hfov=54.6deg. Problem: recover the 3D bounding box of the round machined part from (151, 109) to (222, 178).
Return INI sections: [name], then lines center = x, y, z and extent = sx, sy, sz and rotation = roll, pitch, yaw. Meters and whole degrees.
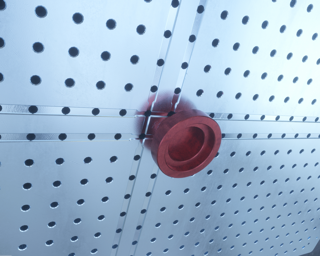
[round machined part]
center = 0.032, 0.017, 0.428
extent = 0.099, 0.042, 0.097
rotation = -14, 124, -21
